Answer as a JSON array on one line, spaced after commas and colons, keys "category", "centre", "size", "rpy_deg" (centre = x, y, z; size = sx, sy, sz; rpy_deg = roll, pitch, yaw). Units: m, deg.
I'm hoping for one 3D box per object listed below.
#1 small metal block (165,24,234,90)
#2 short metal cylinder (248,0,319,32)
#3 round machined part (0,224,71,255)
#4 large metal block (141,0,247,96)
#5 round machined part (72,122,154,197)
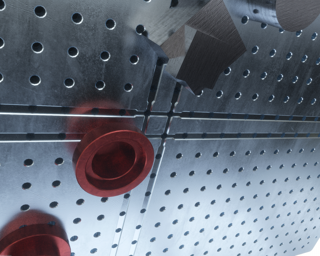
[{"category": "small metal block", "centre": [0.041, -0.073, 0.323], "size": [0.050, 0.025, 0.050], "rpy_deg": [11, 113, -33]}, {"category": "short metal cylinder", "centre": [0.156, -0.164, 0.378], "size": [0.081, 0.050, 0.079], "rpy_deg": [-14, 124, -21]}, {"category": "round machined part", "centre": [-0.171, 0.181, 0.419], "size": [0.099, 0.042, 0.097], "rpy_deg": [-14, 124, -21]}, {"category": "large metal block", "centre": [0.040, -0.099, 0.356], "size": [0.080, 0.050, 0.080], "rpy_deg": [-42, 130, 1]}, {"category": "round machined part", "centre": [-0.060, 0.035, 0.389], "size": [0.099, 0.042, 0.097], "rpy_deg": [-14, 124, -21]}]
